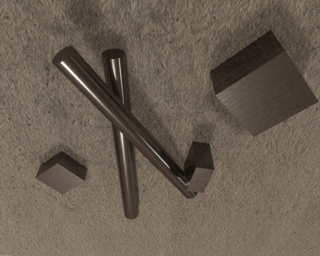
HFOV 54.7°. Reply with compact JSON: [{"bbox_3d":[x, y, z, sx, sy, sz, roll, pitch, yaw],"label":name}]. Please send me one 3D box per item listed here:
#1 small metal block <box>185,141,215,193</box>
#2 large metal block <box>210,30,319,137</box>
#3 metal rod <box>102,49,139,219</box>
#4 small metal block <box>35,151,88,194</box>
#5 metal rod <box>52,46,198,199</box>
[{"bbox_3d":[0.054,0.055,0.439,0.025,0.050,0.050,9,130,-8],"label":"small metal block"},{"bbox_3d":[0.116,-0.048,0.352,0.080,0.050,0.080,-33,123,25],"label":"large metal block"},{"bbox_3d":[-0.050,0.033,0.434,0.025,0.025,0.298,-1,130,0],"label":"metal rod"},{"bbox_3d":[-0.146,0.068,0.463,0.050,0.025,0.050,-32,124,24],"label":"small metal block"},{"bbox_3d":[-0.022,0.016,0.395,0.025,0.025,0.300,-23,135,18],"label":"metal rod"}]
